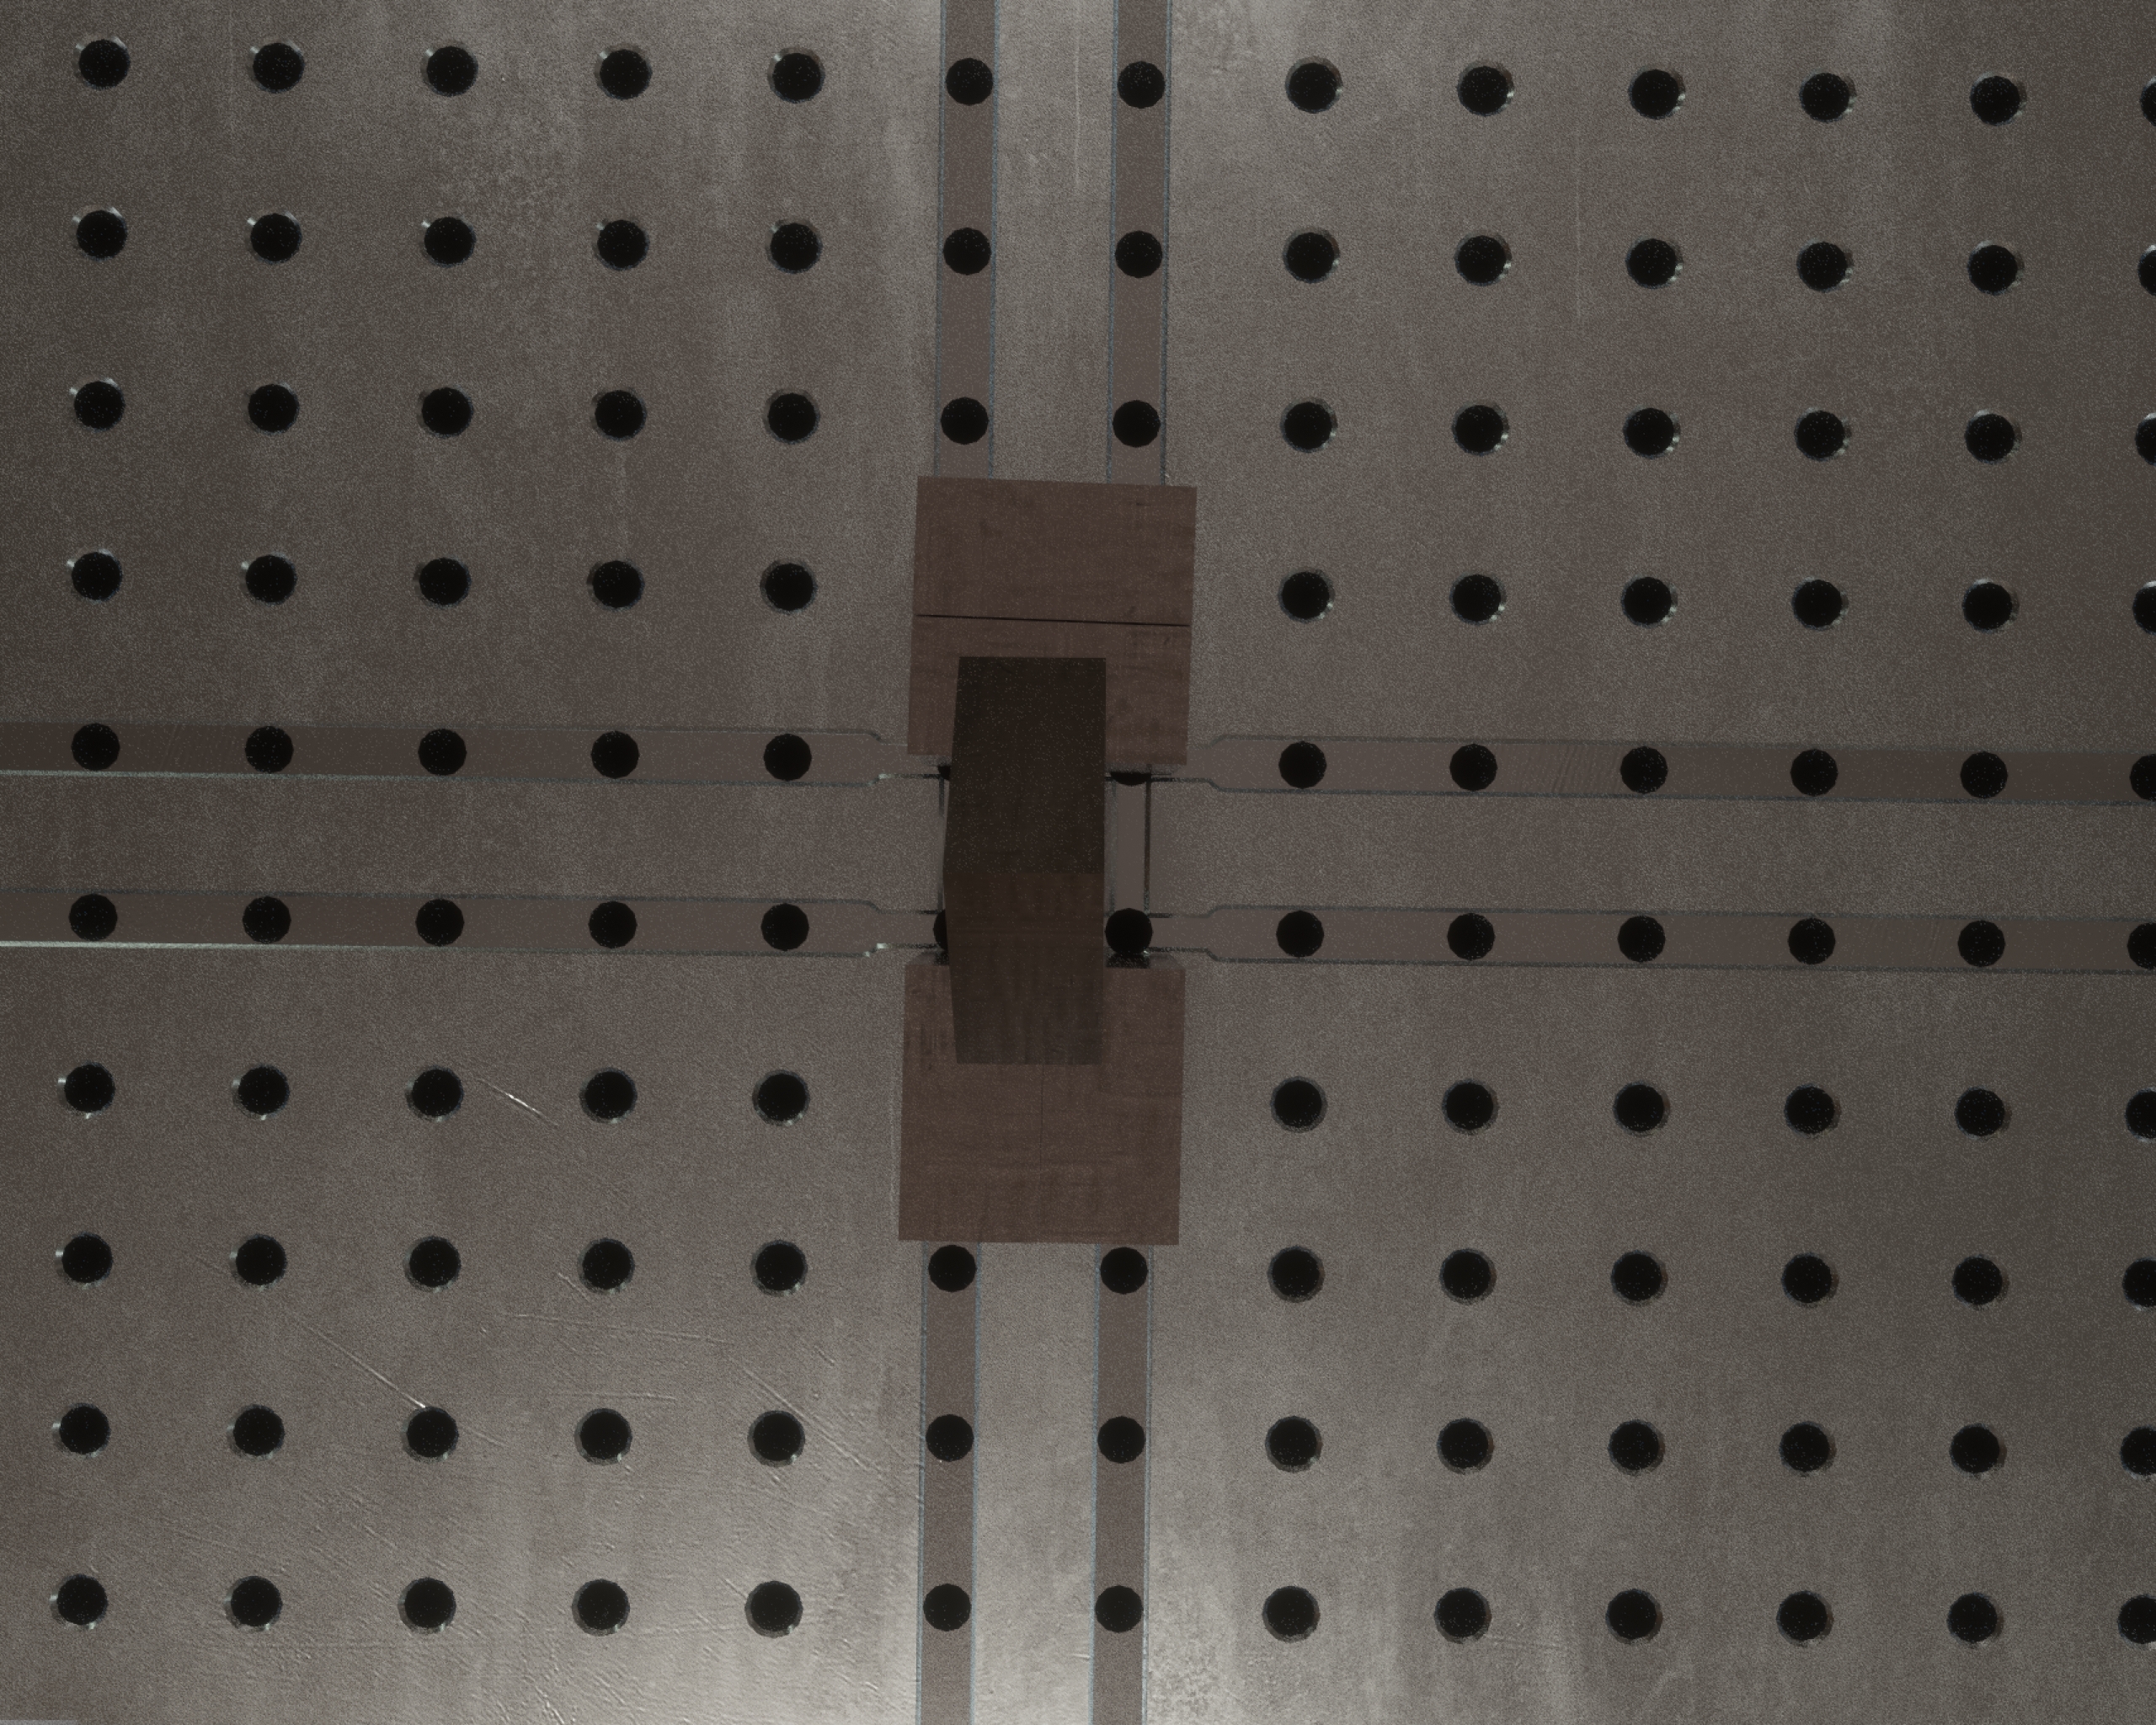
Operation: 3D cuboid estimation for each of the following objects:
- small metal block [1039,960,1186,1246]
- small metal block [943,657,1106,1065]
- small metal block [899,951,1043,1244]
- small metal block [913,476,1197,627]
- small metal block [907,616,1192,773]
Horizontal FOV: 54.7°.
[{"bbox_3d":[0.006,0.044,0.400,0.025,0.050,0.050,1,90,0],"label":"small metal block"},{"bbox_3d":[-0.008,0.000,0.359,0.025,0.050,0.050,1,48,0],"label":"small metal block"},{"bbox_3d":[-0.019,0.043,0.400,0.025,0.050,0.050,1,90,0],"label":"small metal block"},{"bbox_3d":[-0.004,-0.056,0.400,0.050,0.050,0.025,2,90,-1],"label":"small metal block"},{"bbox_3d":[-0.005,-0.031,0.400,0.050,0.050,0.025,2,90,-1],"label":"small metal block"}]
